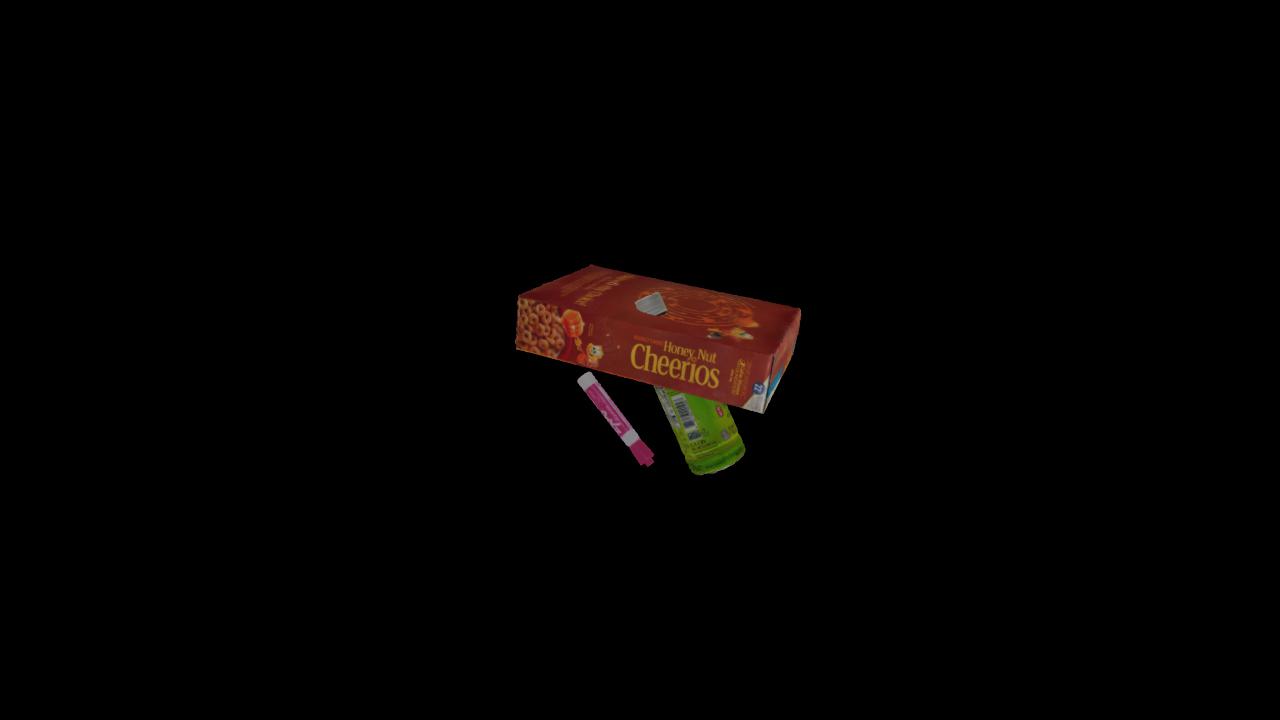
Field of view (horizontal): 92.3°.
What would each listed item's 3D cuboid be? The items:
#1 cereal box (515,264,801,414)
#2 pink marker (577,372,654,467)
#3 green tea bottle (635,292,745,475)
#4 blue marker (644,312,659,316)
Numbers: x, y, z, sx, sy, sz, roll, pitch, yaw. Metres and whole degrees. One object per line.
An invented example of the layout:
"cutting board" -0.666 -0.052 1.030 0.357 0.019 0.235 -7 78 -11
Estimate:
"cereal box" 0.031 -0.038 0.757 0.306 0.081 0.203 15 23 16
"pink marker" -0.025 0.064 0.663 0.020 0.121 0.020 -37 -12 -9
"green tea bottle" 0.050 0.025 0.704 0.073 0.212 0.073 -24 6 3
"blue marker" 0.002 -0.021 0.746 0.020 0.020 0.121 0 -33 24
